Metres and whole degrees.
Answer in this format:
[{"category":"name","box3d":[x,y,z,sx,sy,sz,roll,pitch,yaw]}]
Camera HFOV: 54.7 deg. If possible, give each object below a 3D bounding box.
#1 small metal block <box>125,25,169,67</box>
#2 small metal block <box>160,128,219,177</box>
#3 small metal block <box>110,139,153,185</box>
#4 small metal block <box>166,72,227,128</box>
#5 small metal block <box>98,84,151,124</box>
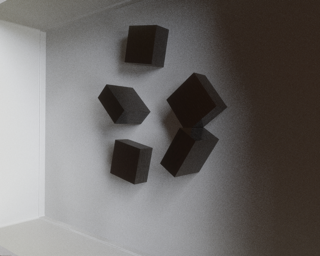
[{"category":"small metal block","box3d":[-0.019,-0.111,0.420,0.050,0.025,0.050,14,99,39]},{"category":"small metal block","box3d":[0.035,0.027,0.360,0.025,0.050,0.050,41,115,32]},{"category":"small metal block","box3d":[-0.041,0.046,0.439,0.050,0.025,0.050,16,100,38]},{"category":"small metal block","box3d":[0.043,-0.029,0.370,0.050,0.025,0.050,-43,64,31]},{"category":"small metal block","box3d":[-0.049,-0.032,0.429,0.025,0.050,0.050,-51,61,28]}]
